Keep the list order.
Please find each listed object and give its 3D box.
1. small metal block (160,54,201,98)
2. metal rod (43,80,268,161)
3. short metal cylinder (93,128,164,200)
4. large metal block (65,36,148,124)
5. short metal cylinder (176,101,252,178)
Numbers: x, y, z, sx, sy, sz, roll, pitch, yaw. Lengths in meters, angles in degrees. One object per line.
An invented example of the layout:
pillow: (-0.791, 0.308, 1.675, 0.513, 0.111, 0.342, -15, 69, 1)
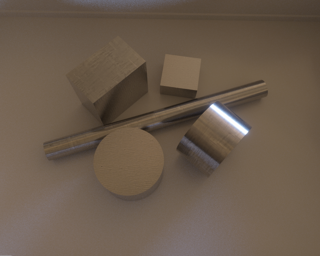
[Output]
small metal block: (0.029, -0.073, 0.435, 0.050, 0.025, 0.050, 8, 70, 2)
metal rod: (0.000, -0.013, 0.413, 0.302, 0.025, 0.025, -16, 71, -7)
short metal cylinder: (-0.036, 0.045, 0.377, 0.081, 0.050, 0.080, 0, 70, 0)
large metal block: (-0.063, -0.057, 0.400, 0.080, 0.080, 0.050, -42, 76, -14)
short metal cylinder: (0.065, 0.014, 0.375, 0.050, 0.080, 0.080, 41, 75, 13)
